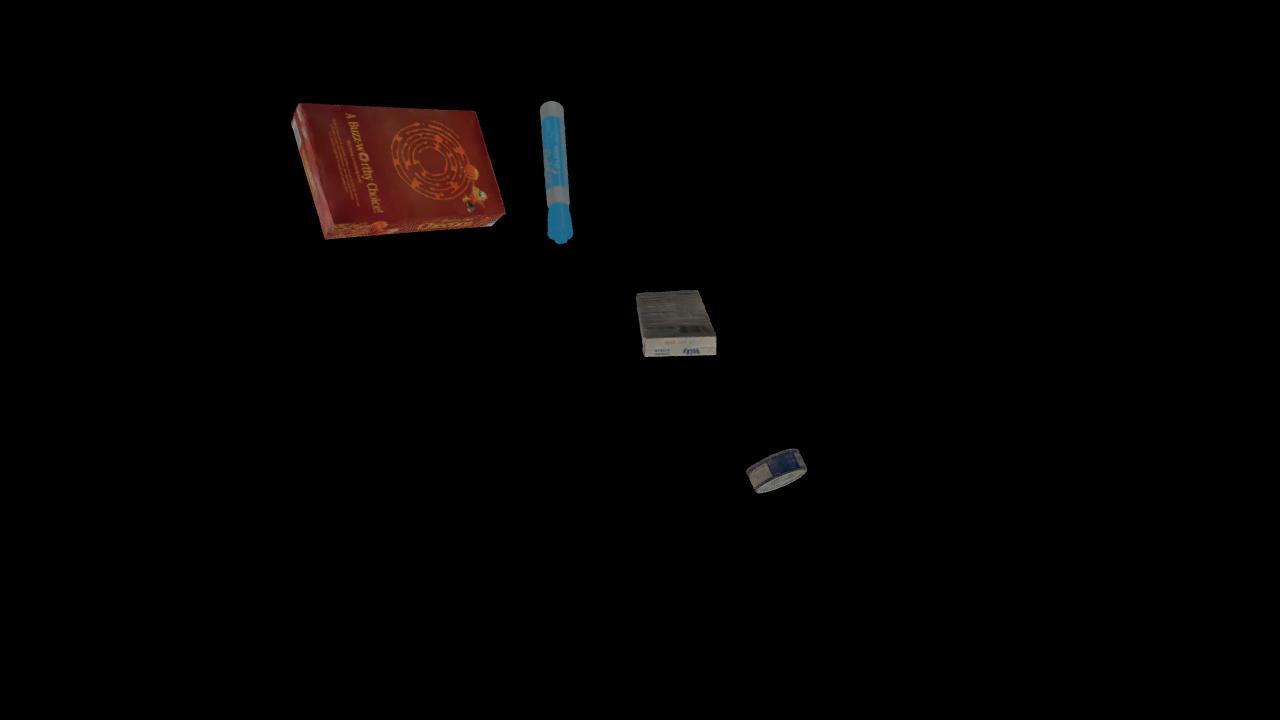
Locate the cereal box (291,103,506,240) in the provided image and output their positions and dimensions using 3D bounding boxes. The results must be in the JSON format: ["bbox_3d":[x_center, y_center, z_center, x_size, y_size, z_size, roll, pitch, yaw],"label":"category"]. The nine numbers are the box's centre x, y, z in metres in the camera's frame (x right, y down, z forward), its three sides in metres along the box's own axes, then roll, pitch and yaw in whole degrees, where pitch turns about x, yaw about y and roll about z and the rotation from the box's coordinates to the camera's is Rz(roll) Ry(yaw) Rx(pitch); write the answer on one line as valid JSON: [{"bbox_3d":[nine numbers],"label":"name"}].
[{"bbox_3d":[-0.403,-0.325,1.060,0.306,0.203,0.081,-16,-2,-40],"label":"cereal box"}]

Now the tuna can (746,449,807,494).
[{"bbox_3d":[0.201,0.163,0.901,0.084,0.034,0.084,-18,-26,-9],"label":"tuna can"}]

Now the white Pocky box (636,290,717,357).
[{"bbox_3d":[0.040,-0.047,0.741,0.084,0.028,0.154,-2,25,-2],"label":"white Pocky box"}]

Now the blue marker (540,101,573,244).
[{"bbox_3d":[-0.064,-0.142,0.467,0.020,0.121,0.020,-6,-20,-2],"label":"blue marker"}]
